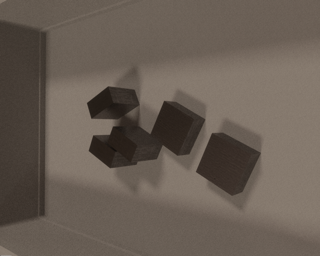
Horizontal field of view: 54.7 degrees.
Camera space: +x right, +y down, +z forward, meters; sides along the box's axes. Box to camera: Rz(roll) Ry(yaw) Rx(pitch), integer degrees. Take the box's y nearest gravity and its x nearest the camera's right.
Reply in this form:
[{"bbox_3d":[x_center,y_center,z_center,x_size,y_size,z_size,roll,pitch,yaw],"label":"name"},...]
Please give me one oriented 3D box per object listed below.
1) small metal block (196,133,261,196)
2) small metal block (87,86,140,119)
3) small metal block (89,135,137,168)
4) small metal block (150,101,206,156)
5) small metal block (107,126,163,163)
[{"bbox_3d":[0.075,0.039,0.344,0.050,0.025,0.050,31,109,35],"label":"small metal block"},{"bbox_3d":[-0.067,-0.034,0.443,0.050,0.050,0.025,-30,72,36],"label":"small metal block"},{"bbox_3d":[-0.064,0.032,0.441,0.050,0.050,0.025,31,109,35],"label":"small metal block"},{"bbox_3d":[0.021,0.000,0.388,0.050,0.025,0.050,35,111,34],"label":"small metal block"},{"bbox_3d":[-0.033,0.020,0.416,0.050,0.050,0.025,34,111,34],"label":"small metal block"}]
